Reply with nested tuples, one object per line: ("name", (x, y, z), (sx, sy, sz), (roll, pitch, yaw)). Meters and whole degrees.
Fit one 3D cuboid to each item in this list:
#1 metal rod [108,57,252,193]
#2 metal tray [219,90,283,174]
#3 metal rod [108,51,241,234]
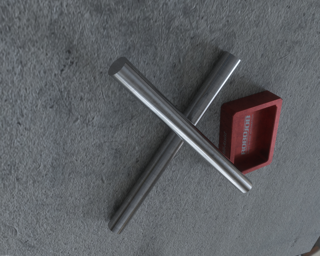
("metal rod", (0.046, 0.015, 0.408), (0.025, 0.025, 0.300), (-46, 127, 4))
("metal tray", (0.140, 0.013, 0.490), (0.091, 0.030, 0.129), (-17, 126, -19))
("metal rod", (0.014, 0.028, 0.433), (0.025, 0.025, 0.299), (24, 105, -37))
